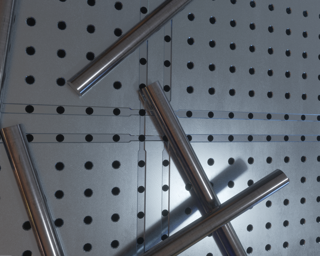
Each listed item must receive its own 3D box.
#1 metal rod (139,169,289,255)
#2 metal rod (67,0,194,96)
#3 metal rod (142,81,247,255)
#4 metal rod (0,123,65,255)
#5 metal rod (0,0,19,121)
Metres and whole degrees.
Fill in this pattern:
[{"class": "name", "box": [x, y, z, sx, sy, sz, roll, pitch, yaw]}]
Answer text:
[{"class": "metal rod", "box": [0.042, 0.140, 0.408, 0.302, 0.025, 0.025, -29, 100, -10]}, {"class": "metal rod", "box": [0.001, -0.149, 0.413, 0.301, 0.025, 0.025, -44, 104, -15]}, {"class": "metal rod", "box": [0.055, 0.073, 0.434, 0.025, 0.025, 0.299, -31, 100, -18]}, {"class": "metal rod", "box": [-0.129, 0.141, 0.365, 0.025, 0.025, 0.298, -18, 96, -20]}, {"class": "metal rod", "box": [-0.180, -0.091, 0.345, 0.025, 0.025, 0.298, 8, 87, -20]}]
